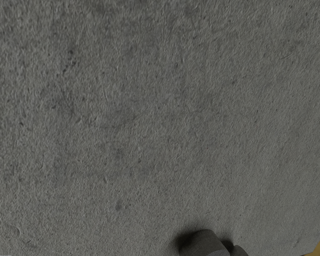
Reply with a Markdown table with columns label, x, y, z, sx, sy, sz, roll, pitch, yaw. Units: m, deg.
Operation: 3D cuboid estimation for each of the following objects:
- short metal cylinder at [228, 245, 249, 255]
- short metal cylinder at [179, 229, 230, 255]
| label | x | y | z | sx | sy | sz | roll | pitch | yaw |
| --- | --- | --- | --- | --- | --- | --- | --- | --- | --- |
| short metal cylinder | 0.155 | 0.289 | 0.634 | 0.050 | 0.080 | 0.079 | -20 | 126 | -17 |
| short metal cylinder | 0.084 | 0.239 | 0.584 | 0.081 | 0.050 | 0.079 | -14 | 124 | -21 |
